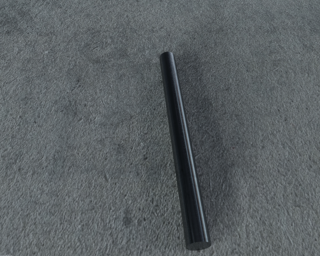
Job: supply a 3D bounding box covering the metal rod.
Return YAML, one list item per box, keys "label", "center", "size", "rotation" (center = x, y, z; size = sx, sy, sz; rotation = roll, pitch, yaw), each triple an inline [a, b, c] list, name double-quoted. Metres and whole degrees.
- label: "metal rod"
  center: [0.025, 0.002, 0.401]
  size: [0.025, 0.025, 0.300]
  rotation: [-4, 50, -3]
